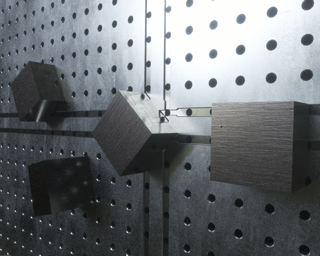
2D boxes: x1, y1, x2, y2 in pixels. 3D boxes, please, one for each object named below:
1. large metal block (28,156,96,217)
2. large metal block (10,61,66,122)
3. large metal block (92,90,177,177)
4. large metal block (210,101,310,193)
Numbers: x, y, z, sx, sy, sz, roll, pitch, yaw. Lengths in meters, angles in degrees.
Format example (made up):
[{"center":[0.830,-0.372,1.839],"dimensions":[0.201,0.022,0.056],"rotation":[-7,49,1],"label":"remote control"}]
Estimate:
[{"center":[-0.158,0.092,0.501],"dimensions":[0.050,0.081,0.080],"rotation":[-19,78,38],"label":"large metal block"},{"center":[-0.229,-0.066,0.578],"dimensions":[0.080,0.050,0.080],"rotation":[-34,69,34],"label":"large metal block"},{"center":[-0.037,0.007,0.422],"dimensions":[0.080,0.050,0.080],"rotation":[52,120,27],"label":"large metal block"},{"center":[0.099,0.015,0.310],"dimensions":[0.080,0.050,0.079],"rotation":[2,91,39],"label":"large metal block"}]
